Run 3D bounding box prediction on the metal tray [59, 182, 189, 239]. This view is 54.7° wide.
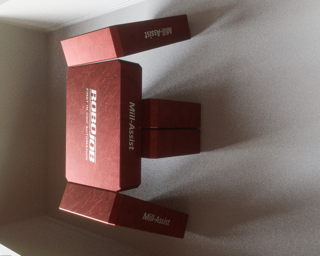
[{"bbox_3d":[-0.038,0.099,0.366,0.090,0.130,0.030,1,69,39],"label":"metal tray"}]

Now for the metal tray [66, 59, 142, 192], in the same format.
[{"bbox_3d":[-0.063,-0.003,0.336,0.090,0.030,0.129,1,91,39],"label":"metal tray"}]

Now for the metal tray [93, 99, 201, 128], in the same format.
[{"bbox_3d":[-0.027,-0.016,0.385,0.130,0.091,0.030,1,91,40],"label":"metal tray"}]

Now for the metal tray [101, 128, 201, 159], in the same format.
[{"bbox_3d":[-0.027,0.015,0.386,0.130,0.091,0.030,1,91,40],"label":"metal tray"}]

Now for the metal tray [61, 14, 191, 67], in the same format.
[{"bbox_3d":[-0.036,-0.104,0.365,0.090,0.131,0.030,1,111,40],"label":"metal tray"}]
